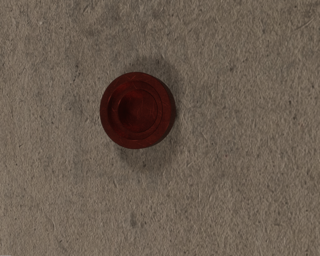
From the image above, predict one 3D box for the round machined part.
[{"bbox_3d":[-0.026,-0.022,0.408,0.098,0.042,0.097,0,90,19],"label":"round machined part"}]
